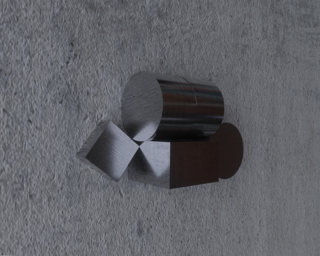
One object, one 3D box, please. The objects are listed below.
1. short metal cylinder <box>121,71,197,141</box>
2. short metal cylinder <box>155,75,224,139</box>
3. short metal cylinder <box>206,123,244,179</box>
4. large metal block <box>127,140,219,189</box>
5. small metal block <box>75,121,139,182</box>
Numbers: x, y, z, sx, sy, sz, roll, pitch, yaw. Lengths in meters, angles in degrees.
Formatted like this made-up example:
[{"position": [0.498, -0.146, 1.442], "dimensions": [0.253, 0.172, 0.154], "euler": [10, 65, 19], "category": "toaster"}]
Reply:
[{"position": [-0.003, -0.024, 0.368], "dimensions": [0.050, 0.080, 0.080], "euler": [1, 90, -40], "category": "short metal cylinder"}, {"position": [0.035, -0.025, 0.401], "dimensions": [0.050, 0.080, 0.080], "euler": [1, 90, -40], "category": "short metal cylinder"}, {"position": [0.078, 0.032, 0.455], "dimensions": [0.081, 0.050, 0.079], "euler": [0, 90, -40], "category": "short metal cylinder"}, {"position": [0.016, 0.040, 0.385], "dimensions": [0.081, 0.080, 0.050], "euler": [1, 90, -40], "category": "large metal block"}, {"position": [-0.060, 0.026, 0.357], "dimensions": [0.050, 0.025, 0.050], "euler": [45, 63, -31], "category": "small metal block"}]
